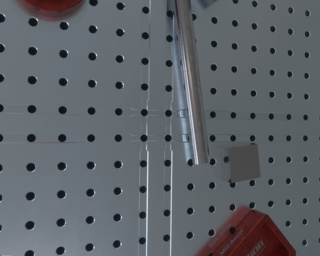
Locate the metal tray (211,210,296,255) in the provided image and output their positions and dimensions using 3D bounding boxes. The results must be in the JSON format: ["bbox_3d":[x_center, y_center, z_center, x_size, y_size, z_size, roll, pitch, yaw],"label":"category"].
[{"bbox_3d":[0.131,0.199,0.458,0.130,0.030,0.090,-42,103,-15],"label":"metal tray"}]

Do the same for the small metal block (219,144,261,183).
[{"bbox_3d":[0.117,0.050,0.456,0.050,0.025,0.050,-7,93,-20],"label":"small metal block"}]

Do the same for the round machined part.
[{"bbox_3d":[-0.128,-0.184,0.356,0.099,0.042,0.097,0,90,-20],"label":"round machined part"}]

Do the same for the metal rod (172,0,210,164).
[{"bbox_3d":[0.039,-0.099,0.426,0.025,0.025,0.298,-8,93,-20],"label":"metal rod"}]
